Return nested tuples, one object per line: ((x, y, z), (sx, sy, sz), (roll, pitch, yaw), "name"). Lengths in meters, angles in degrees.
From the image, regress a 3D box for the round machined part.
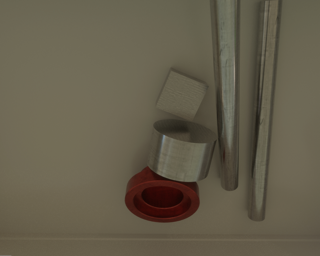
((0.004, 0.085, 0.422), (0.099, 0.042, 0.097), (1, 133, 2), "round machined part")

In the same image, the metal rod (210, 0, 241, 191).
((0.074, -0.024, 0.340), (0.025, 0.025, 0.299), (-11, 134, 3), "metal rod")

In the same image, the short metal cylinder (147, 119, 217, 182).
((0.027, 0.026, 0.392), (0.081, 0.080, 0.050), (9, 109, -4), "short metal cylinder")

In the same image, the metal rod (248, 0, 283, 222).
((0.136, -0.008, 0.410), (0.025, 0.025, 0.298), (-3, 110, 0), "metal rod")

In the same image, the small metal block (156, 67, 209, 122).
((0.027, -0.043, 0.396), (0.050, 0.025, 0.050), (21, 109, -8), "small metal block")
